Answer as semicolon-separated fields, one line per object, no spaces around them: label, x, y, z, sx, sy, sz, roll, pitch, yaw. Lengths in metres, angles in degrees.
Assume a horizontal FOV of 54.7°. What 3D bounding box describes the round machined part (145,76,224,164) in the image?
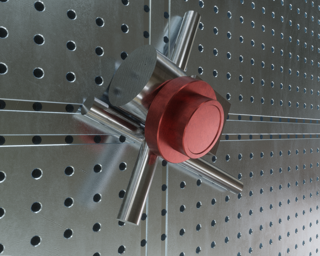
round machined part;0.034;-0.005;0.343;0.099;0.042;0.097;-24;127;-37

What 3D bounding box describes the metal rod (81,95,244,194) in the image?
metal rod;0.025;0.037;0.431;0.301;0.025;0.025;31;71;-36

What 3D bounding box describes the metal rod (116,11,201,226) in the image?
metal rod;0.006;-0.030;0.391;0.025;0.025;0.300;35;61;-35

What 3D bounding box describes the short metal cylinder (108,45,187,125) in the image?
short metal cylinder;-0.015;-0.049;0.362;0.050;0.080;0.080;32;70;-36

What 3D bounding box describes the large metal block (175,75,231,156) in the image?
large metal block;0.045;-0.015;0.428;0.080;0.050;0.080;32;70;-36
